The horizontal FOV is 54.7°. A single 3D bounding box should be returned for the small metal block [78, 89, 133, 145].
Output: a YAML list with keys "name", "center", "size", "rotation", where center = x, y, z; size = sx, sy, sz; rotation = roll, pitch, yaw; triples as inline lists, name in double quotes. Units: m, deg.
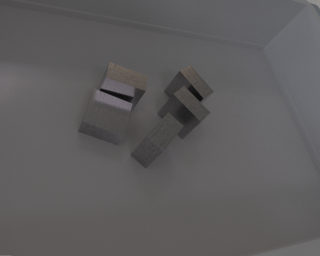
- name: "small metal block"
  center: [-0.066, -0.013, 0.378]
  size: [0.050, 0.025, 0.050]
  rotation: [21, 54, -16]

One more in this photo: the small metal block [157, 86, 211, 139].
- name: "small metal block"
  center: [0.031, -0.020, 0.418]
  size: [0.050, 0.050, 0.025]
  rotation: [46, 51, 4]

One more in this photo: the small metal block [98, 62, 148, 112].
- name: "small metal block"
  center: [-0.049, -0.050, 0.394]
  size: [0.050, 0.050, 0.025]
  rotation: [17, 55, -19]

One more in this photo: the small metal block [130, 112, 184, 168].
- name: "small metal block"
  center: [-0.004, 0.016, 0.378]
  size: [0.025, 0.050, 0.050]
  rotation: [42, 51, 0]

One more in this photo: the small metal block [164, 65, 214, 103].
- name: "small metal block"
  center: [0.040, -0.052, 0.443]
  size: [0.025, 0.050, 0.050]
  rotation: [-34, 81, -38]
